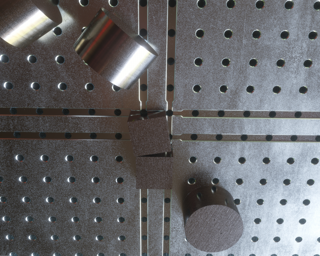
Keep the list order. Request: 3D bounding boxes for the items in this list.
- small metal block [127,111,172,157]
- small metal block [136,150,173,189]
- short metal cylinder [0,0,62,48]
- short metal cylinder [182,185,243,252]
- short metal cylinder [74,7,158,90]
[{"bbox_3d":[-0.013,0.007,0.416,0.050,0.025,0.050,-9,110,3],"label":"small metal block"},{"bbox_3d":[-0.008,0.058,0.435,0.050,0.025,0.050,1,110,-1],"label":"small metal block"},{"bbox_3d":[-0.153,-0.134,0.333,0.050,0.080,0.080,-30,108,10],"label":"short metal cylinder"},{"bbox_3d":[0.074,0.131,0.449,0.081,0.050,0.079,0,110,0],"label":"short metal cylinder"},{"bbox_3d":[-0.049,-0.089,0.351,0.080,0.080,0.050,38,106,-13],"label":"short metal cylinder"}]
